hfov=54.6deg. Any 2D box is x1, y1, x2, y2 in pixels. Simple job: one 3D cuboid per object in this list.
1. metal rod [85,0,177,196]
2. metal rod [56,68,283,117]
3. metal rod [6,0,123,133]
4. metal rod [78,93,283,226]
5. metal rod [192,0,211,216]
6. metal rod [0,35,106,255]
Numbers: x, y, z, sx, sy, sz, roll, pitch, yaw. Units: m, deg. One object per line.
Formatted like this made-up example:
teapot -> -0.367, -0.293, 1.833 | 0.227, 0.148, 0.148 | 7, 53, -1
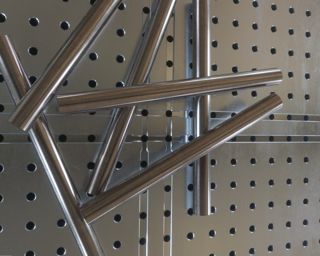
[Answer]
metal rod -> -0.031, -0.059, 0.400 | 0.025, 0.025, 0.299 | 22, 83, -19
metal rod -> 0.027, -0.049, 0.394 | 0.302, 0.025, 0.025 | -10, 94, -20
metal rod -> -0.078, -0.126, 0.368 | 0.025, 0.025, 0.300 | 35, 73, -17
metal rod -> 0.039, 0.032, 0.399 | 0.302, 0.025, 0.025 | -29, 100, -17
metal rod -> 0.058, -0.030, 0.433 | 0.025, 0.025, 0.298 | 0, 90, -20
metal rod -> -0.126, 0.039, 0.365 | 0.025, 0.025, 0.299 | -23, 98, -18
